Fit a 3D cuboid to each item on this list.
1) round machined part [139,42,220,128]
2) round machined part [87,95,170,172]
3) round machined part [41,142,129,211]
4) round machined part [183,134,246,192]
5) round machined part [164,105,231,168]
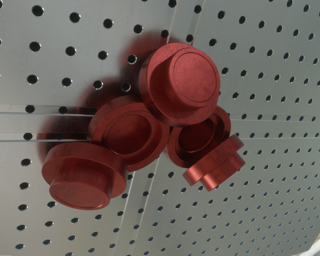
[{"bbox_3d":[0.029,-0.052,0.352,0.099,0.042,0.098,6,78,-28],"label":"round machined part"},{"bbox_3d":[-0.041,0.004,0.380,0.099,0.042,0.097,-14,125,-21],"label":"round machined part"},{"bbox_3d":[-0.088,0.062,0.361,0.099,0.042,0.097,3,140,3],"label":"round machined part"},{"bbox_3d":[0.084,0.055,0.447,0.098,0.042,0.098,-36,167,-9],"label":"round machined part"},{"bbox_3d":[0.045,0.004,0.429,0.099,0.042,0.097,-14,125,-21],"label":"round machined part"}]
